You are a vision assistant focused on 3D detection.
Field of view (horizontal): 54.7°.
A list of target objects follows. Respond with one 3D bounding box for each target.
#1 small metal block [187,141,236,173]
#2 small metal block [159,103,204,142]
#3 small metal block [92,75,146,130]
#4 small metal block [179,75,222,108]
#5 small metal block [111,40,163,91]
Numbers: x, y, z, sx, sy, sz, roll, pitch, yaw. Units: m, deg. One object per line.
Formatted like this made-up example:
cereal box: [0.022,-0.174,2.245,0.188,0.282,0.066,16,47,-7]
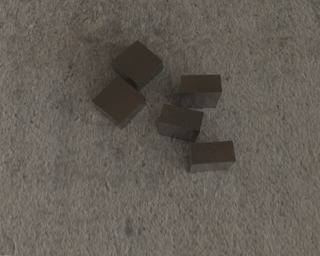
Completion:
small metal block: [0.061,0.037,0.382,0.050,0.050,0.025,-4,70,-2]
small metal block: [0.026,-0.005,0.397,0.050,0.050,0.025,13,71,4]
small metal block: [-0.054,-0.034,0.420,0.050,0.025,0.050,39,74,12]
small metal block: [0.052,-0.047,0.413,0.050,0.050,0.025,-1,70,-1]
small metal block: [-0.032,-0.088,0.440,0.050,0.025,0.050,43,75,13]
